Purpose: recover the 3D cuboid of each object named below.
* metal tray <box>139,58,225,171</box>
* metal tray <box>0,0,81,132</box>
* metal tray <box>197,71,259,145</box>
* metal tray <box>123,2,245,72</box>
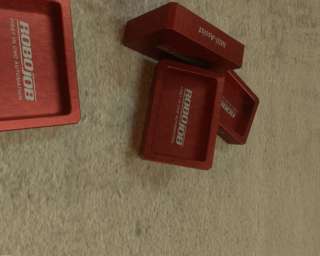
[{"bbox_3d":[0.029,-0.016,0.403,0.091,0.030,0.129,11,82,-12],"label":"metal tray"},{"bbox_3d":[-0.129,-0.064,0.294,0.091,0.030,0.129,-8,95,-40],"label":"metal tray"},{"bbox_3d":[0.101,-0.041,0.488,0.130,0.030,0.090,37,67,-34],"label":"metal tray"},{"bbox_3d":[0.032,-0.104,0.390,0.131,0.090,0.030,15,81,-39],"label":"metal tray"}]
